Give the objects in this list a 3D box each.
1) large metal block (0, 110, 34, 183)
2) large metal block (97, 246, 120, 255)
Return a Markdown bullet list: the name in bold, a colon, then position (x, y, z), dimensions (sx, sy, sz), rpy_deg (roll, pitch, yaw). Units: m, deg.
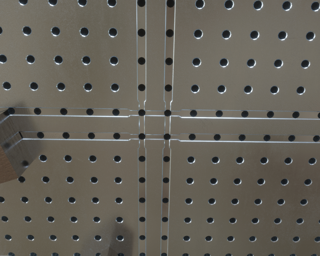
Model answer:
- **large metal block**: position (-0.231, 0.031, 0.408), dimensions (0.080, 0.050, 0.080), rpy_deg (-17, 110, 5)
- **large metal block**: position (-0.094, 0.246, 0.473), dimensions (0.080, 0.080, 0.050), rpy_deg (-39, 106, 13)
